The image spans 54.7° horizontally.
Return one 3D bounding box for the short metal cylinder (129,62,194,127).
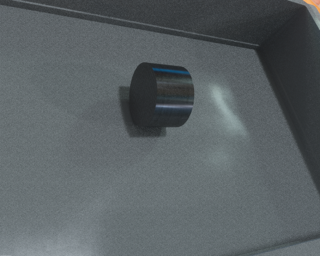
[{"bbox_3d":[0.000,-0.041,0.394,0.050,0.080,0.080,0,62,-29],"label":"short metal cylinder"}]
